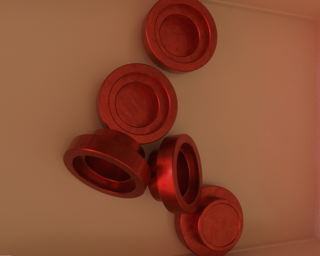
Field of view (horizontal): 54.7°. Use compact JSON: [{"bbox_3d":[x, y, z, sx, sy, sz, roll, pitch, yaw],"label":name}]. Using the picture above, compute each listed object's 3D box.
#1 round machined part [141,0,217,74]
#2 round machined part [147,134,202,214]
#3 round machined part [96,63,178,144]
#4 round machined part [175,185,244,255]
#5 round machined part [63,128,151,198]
[{"bbox_3d":[0.022,-0.120,0.409,0.099,0.042,0.097,0,90,-20],"label":"round machined part"},{"bbox_3d":[0.017,0.058,0.390,0.098,0.042,0.098,28,58,-59],"label":"round machined part"},{"bbox_3d":[-0.031,-0.028,0.387,0.099,0.042,0.097,2,84,-22],"label":"round machined part"},{"bbox_3d":[0.074,0.129,0.424,0.099,0.042,0.097,2,84,-20],"label":"round machined part"},{"bbox_3d":[-0.056,0.038,0.357,0.098,0.098,0.042,35,52,-17],"label":"round machined part"}]
